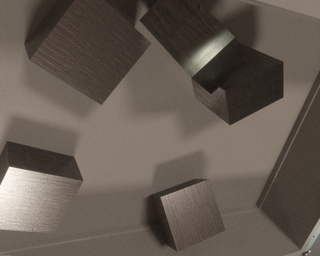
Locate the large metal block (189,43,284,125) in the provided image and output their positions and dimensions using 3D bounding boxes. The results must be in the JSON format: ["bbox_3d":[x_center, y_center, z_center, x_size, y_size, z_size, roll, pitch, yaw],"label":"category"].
[{"bbox_3d":[0.095,-0.058,0.391,0.080,0.080,0.050,-27,128,-12],"label":"large metal block"}]

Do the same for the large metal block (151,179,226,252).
[{"bbox_3d":[0.041,0.129,0.472,0.081,0.050,0.080,-16,87,-20],"label":"large metal block"}]

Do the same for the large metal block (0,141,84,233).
[{"bbox_3d":[-0.148,0.070,0.356,0.080,0.050,0.080,20,108,-36],"label":"large metal block"}]

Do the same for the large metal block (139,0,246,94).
[{"bbox_3d":[0.037,-0.087,0.317,0.050,0.080,0.080,-43,162,13],"label":"large metal block"}]

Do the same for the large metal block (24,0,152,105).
[{"bbox_3d":[-0.070,-0.083,0.304,0.080,0.050,0.080,34,99,-39],"label":"large metal block"}]
